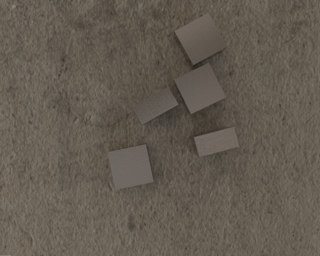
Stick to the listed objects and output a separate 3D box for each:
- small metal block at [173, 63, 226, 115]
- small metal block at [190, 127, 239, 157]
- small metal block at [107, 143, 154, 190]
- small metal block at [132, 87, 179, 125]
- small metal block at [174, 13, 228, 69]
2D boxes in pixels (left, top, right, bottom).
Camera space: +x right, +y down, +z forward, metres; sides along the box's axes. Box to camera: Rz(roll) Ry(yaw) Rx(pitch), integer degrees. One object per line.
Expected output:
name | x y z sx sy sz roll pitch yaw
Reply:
small metal block | 0.052 -0.051 0.411 0.050 0.025 0.050 -26 90 -1
small metal block | 0.068 0.017 0.398 0.050 0.050 0.025 -15 90 0
small metal block | -0.038 0.050 0.410 0.050 0.025 0.050 -12 90 -1
small metal block | -0.006 -0.027 0.397 0.050 0.050 0.025 -29 90 0
small metal block | 0.053 -0.115 0.411 0.050 0.025 0.050 -29 90 -1
